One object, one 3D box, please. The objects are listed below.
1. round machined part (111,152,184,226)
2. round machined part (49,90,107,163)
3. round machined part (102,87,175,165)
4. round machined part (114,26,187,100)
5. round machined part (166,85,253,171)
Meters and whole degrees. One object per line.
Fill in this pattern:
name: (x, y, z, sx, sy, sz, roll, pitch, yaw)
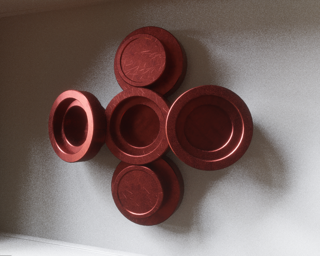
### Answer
round machined part: (-0.021, 0.080, 0.407, 0.098, 0.042, 0.097, 0, 90, 20)
round machined part: (-0.108, -0.002, 0.429, 0.098, 0.042, 0.097, 0, 90, 37)
round machined part: (-0.023, -0.002, 0.407, 0.098, 0.042, 0.097, 0, 90, 20)
round machined part: (-0.017, -0.085, 0.406, 0.098, 0.042, 0.097, 0, 90, 20)
round machined part: (0.057, 0.000, 0.371, 0.099, 0.042, 0.097, 0, 90, 3)
